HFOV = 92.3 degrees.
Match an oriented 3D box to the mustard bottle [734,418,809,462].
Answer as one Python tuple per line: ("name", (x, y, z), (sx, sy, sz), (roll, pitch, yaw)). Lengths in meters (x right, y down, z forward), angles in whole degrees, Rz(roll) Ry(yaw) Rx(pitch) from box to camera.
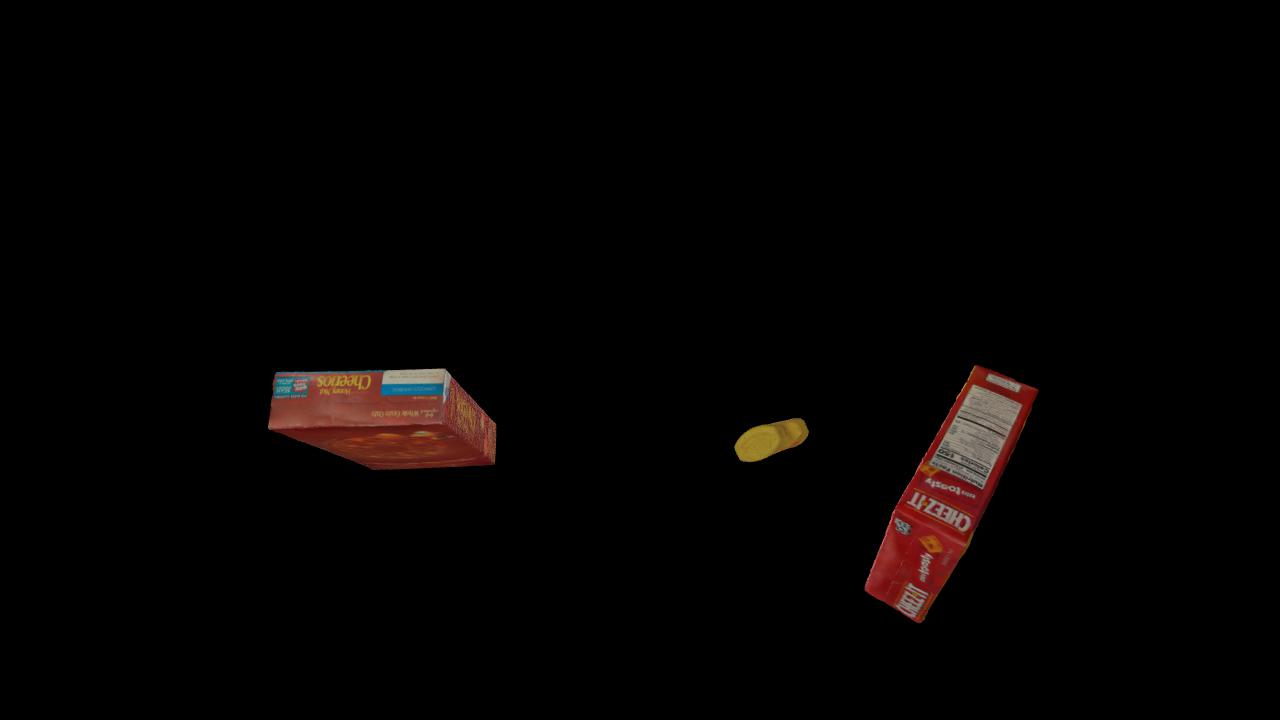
("mustard bottle", (0.247, 0.134, 1.082), (0.092, 0.054, 0.184), (-41, -22, 32))

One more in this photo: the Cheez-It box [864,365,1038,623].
("Cheez-It box", (0.323, 0.137, 0.640), (0.071, 0.166, 0.223), (27, 53, 30))

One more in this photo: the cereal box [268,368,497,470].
("cereal box", (-0.329, 0.090, 0.852), (0.203, 0.081, 0.306), (-2, -19, -1))
